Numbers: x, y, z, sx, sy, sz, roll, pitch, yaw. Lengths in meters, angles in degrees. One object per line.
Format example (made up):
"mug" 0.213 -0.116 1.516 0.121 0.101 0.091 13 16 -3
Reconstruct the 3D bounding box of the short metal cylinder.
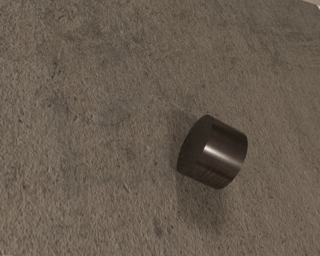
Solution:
"short metal cylinder" 0.063 0.030 0.386 0.050 0.080 0.080 27 52 -12
